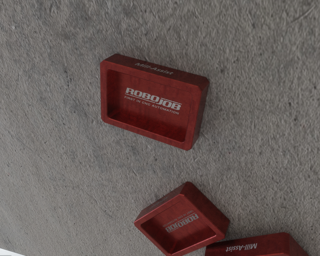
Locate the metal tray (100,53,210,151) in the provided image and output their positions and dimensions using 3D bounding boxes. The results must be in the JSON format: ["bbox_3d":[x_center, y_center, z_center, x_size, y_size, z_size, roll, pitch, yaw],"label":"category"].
[{"bbox_3d":[-0.011,-0.033,0.388,0.130,0.030,0.089,18,126,17],"label":"metal tray"}]

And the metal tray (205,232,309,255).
[{"bbox_3d":[0.139,0.192,0.436,0.130,0.030,0.090,-26,118,37],"label":"metal tray"}]

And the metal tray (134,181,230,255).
[{"bbox_3d":[0.030,0.147,0.478,0.090,0.030,0.129,45,129,-4],"label":"metal tray"}]
